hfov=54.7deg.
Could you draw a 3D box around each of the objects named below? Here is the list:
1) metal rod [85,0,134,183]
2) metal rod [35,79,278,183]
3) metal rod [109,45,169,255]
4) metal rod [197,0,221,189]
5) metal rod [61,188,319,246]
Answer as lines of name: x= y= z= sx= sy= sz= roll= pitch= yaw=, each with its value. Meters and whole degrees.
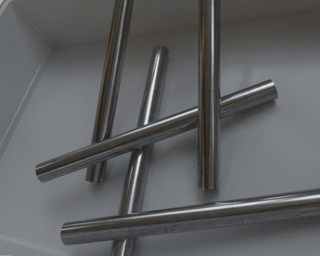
metal rod: x=-0.062 y=-0.077 z=0.408 sx=0.025 sy=0.025 sz=0.298 roll=10 pitch=90 yaw=32
metal rod: x=-0.008 y=0.006 z=0.376 sx=0.301 sy=0.025 sz=0.025 roll=-20 pitch=54 yaw=5
metal rod: x=-0.021 y=0.013 z=0.407 sx=0.025 sy=0.025 sz=0.299 roll=-4 pitch=60 yaw=26
metal rod: x=0.056 y=-0.083 z=0.349 sx=0.025 sy=0.025 sz=0.298 roll=-1 pitch=86 yaw=27
metal rod: x=0.040 y=0.089 z=0.308 sx=0.301 sy=0.025 sz=0.025 roll=-11 pitch=57 yaw=14
